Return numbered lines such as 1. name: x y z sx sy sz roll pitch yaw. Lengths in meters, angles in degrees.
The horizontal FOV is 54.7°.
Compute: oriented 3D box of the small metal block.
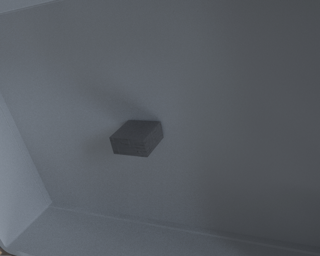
1. small metal block: -0.030 0.013 0.410 0.050 0.050 0.025 3 120 26
